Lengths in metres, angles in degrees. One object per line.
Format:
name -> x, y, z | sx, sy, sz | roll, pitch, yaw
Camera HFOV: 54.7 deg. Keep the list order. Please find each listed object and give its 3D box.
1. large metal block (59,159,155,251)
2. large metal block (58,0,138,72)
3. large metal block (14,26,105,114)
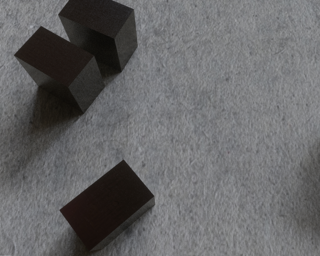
large metal block -> -0.053, 0.088, 0.346 | 0.080, 0.080, 0.050 | -38, 75, -13
large metal block -> -0.080, -0.133, 0.426 | 0.080, 0.080, 0.050 | 25, 72, 8
large metal block -> -0.126, -0.073, 0.404 | 0.080, 0.080, 0.050 | 30, 73, 10
